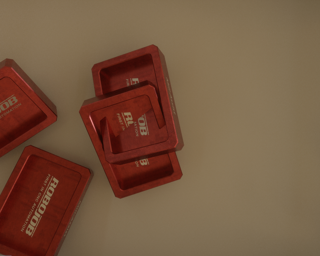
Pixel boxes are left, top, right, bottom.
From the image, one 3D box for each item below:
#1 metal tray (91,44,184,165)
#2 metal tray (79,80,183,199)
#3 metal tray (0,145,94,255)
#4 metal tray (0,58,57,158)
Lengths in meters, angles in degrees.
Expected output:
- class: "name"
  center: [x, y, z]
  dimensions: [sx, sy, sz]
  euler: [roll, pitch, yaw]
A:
- class: "metal tray"
  center: [-0.029, -0.027, 0.382]
  dimensions: [0.090, 0.030, 0.129]
  euler: [-15, 76, 14]
- class: "metal tray"
  center: [-0.033, 0.016, 0.387]
  dimensions: [0.090, 0.030, 0.129]
  euler: [-18, 110, 0]
- class: "metal tray"
  center: [-0.153, 0.098, 0.393]
  dimensions: [0.090, 0.030, 0.130]
  euler: [23, 77, 0]
- class: "metal tray"
  center: [-0.208, -0.013, 0.383]
  dimensions: [0.130, 0.030, 0.090]
  euler: [-33, 126, 0]
